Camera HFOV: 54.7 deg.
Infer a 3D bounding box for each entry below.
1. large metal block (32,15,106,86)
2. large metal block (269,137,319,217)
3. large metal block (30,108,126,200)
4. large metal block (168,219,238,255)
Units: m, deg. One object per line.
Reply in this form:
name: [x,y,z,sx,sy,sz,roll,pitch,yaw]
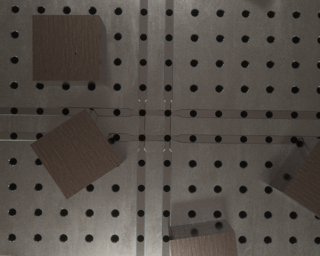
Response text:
large metal block: [-0.114,-0.097,0.399,0.081,0.050,0.079,0,90,-1]
large metal block: [0.207,0.068,0.404,0.080,0.050,0.080,34,90,-1]
large metal block: [-0.102,0.031,0.400,0.080,0.050,0.080,-34,90,0]
large metal block: [0.056,0.171,0.402,0.081,0.050,0.080,-7,90,-1]
